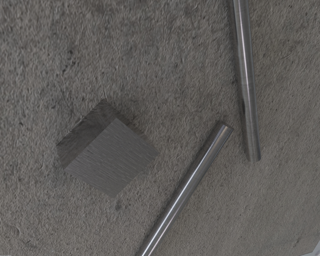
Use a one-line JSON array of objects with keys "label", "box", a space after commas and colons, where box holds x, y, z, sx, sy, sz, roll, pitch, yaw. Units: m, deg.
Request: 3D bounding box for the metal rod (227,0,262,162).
[{"label": "metal rod", "box": [0.120, -0.063, 0.433, 0.025, 0.025, 0.299, -27, 128, -11]}]

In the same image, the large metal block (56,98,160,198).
[{"label": "large metal block", "box": [-0.062, 0.026, 0.373, 0.080, 0.050, 0.080, -45, 129, 3]}]

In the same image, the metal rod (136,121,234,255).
[{"label": "metal rod", "box": [0.028, 0.121, 0.496, 0.025, 0.025, 0.298, 18, 109, -35]}]
